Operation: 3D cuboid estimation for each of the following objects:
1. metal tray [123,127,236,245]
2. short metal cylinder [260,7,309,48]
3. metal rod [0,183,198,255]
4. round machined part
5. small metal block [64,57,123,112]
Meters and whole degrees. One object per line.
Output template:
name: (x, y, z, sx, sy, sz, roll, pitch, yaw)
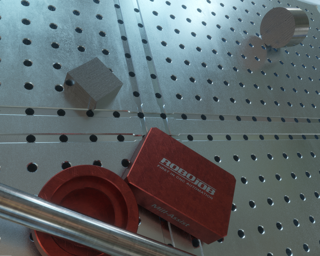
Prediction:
metal tray: (0.025, 0.067, 0.373, 0.130, 0.030, 0.090, 32, 45, -8)
short metal cylinder: (0.257, -0.208, 0.642, 0.050, 0.080, 0.080, -15, 70, -34)
metal rod: (-0.050, 0.095, 0.270, 0.302, 0.025, 0.025, 25, 53, -13)
round machined part: (-0.074, 0.089, 0.304, 0.099, 0.042, 0.098, 14, 56, -21)
small metal block: (-0.085, -0.057, 0.398, 0.050, 0.025, 0.050, 46, 51, 3)
